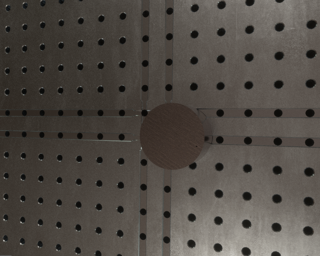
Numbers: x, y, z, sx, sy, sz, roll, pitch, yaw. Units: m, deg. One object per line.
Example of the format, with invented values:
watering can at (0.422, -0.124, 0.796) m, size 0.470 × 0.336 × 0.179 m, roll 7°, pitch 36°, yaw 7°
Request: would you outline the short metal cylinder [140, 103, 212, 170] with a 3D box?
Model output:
short metal cylinder at (0.022, 0.010, 0.391) m, size 0.080 × 0.050 × 0.079 m, roll 0°, pitch 90°, yaw 19°
